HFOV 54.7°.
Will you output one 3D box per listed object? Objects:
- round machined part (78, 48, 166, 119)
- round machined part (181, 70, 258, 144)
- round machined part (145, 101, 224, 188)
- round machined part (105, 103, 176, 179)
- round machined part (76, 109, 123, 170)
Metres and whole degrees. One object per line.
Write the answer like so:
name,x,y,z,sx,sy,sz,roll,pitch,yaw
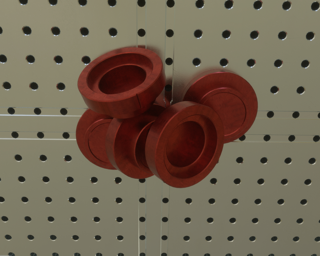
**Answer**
round machined part,-0.041,-0.049,0.361,0.099,0.098,0.042,-12,135,4
round machined part,0.077,-0.023,0.397,0.099,0.042,0.097,0,110,-1
round machined part,0.024,0.016,0.359,0.099,0.042,0.097,-12,112,-31
round machined part,-0.014,0.018,0.385,0.099,0.042,0.097,-12,110,-36
round machined part,-0.062,0.012,0.408,0.099,0.042,0.097,0,110,-1
